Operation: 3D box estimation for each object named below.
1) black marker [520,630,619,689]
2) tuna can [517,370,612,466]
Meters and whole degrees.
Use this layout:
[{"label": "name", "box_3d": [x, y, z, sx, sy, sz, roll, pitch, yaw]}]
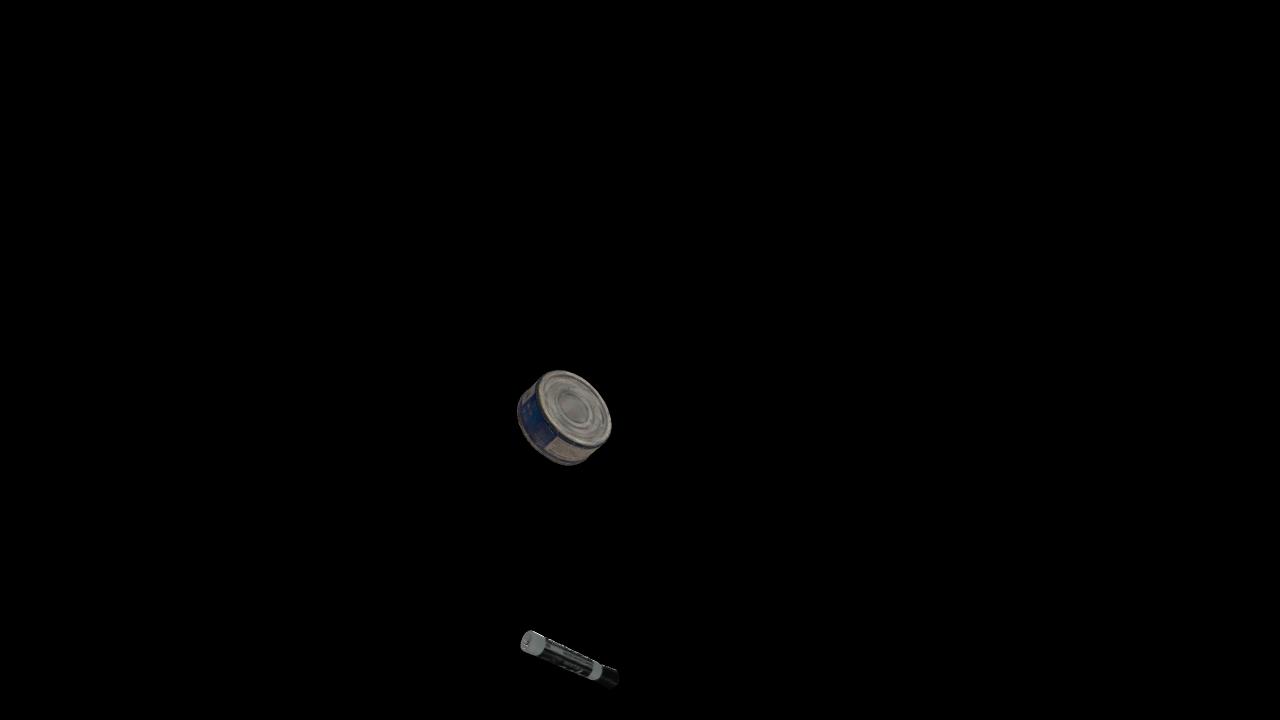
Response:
[{"label": "black marker", "box_3d": [-0.064, 0.291, 0.594, 0.121, 0.020, 0.020, 40, -23, -30]}, {"label": "tuna can", "box_3d": [-0.067, 0.050, 0.558, 0.034, 0.084, 0.084, -42, -25, 31]}]
